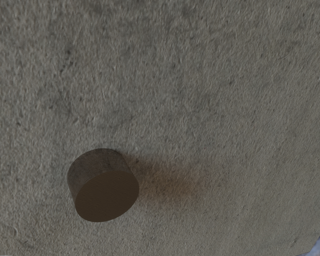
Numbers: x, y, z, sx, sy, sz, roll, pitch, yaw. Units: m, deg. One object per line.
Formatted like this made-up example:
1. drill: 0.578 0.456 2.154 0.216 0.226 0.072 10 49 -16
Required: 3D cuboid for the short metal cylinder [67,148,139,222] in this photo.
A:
1. short metal cylinder: -0.073 0.073 0.397 0.081 0.050 0.079 -14 125 -21
